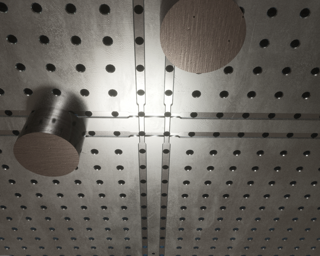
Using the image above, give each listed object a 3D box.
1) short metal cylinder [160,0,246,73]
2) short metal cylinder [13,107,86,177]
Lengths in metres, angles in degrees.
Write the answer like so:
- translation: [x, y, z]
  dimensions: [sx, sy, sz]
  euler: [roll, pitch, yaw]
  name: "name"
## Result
- translation: [0.040, -0.102, 0.309]
  dimensions: [0.081, 0.050, 0.079]
  euler: [0, 130, 0]
  name: "short metal cylinder"
- translation: [-0.143, 0.019, 0.410]
  dimensions: [0.081, 0.050, 0.079]
  euler: [0, 130, 0]
  name: "short metal cylinder"
